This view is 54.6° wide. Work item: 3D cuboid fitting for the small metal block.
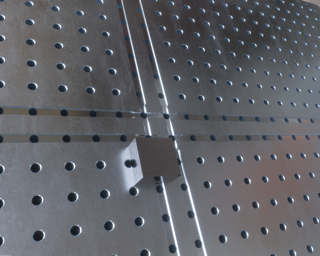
[{"bbox_3d":[-0.007,0.040,0.380,0.050,0.025,0.050,1,61,-28],"label":"small metal block"}]
